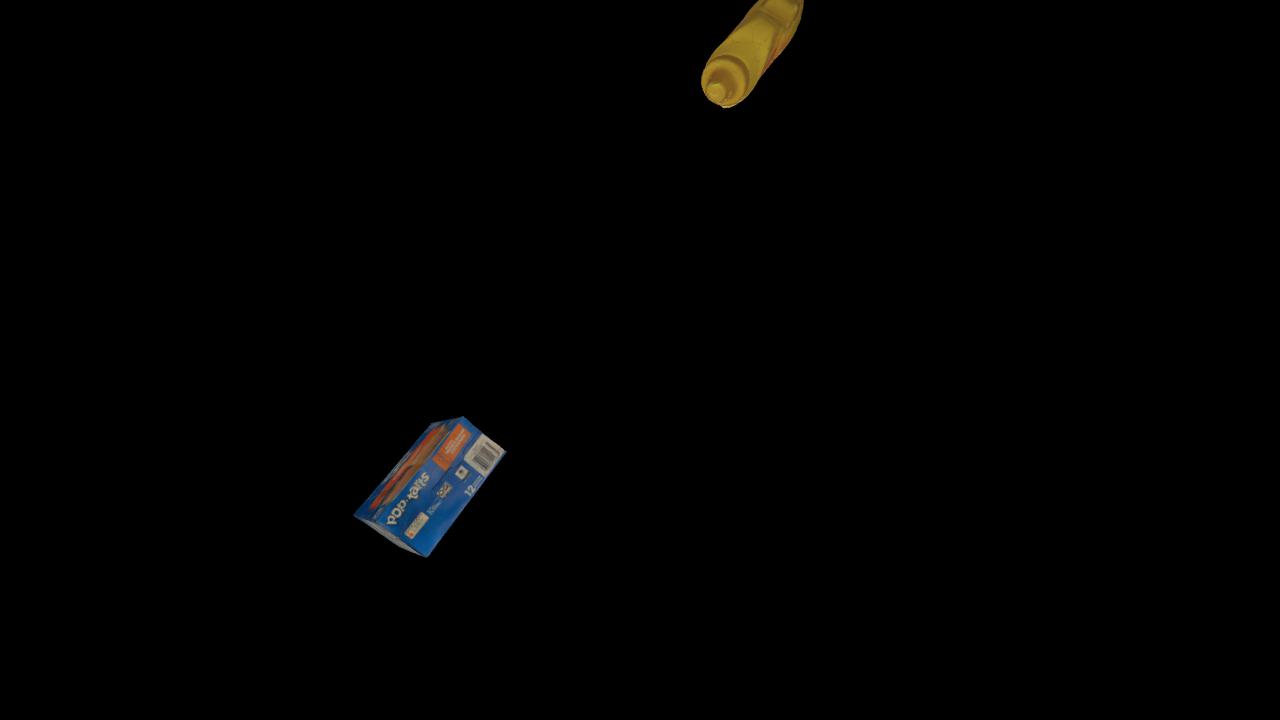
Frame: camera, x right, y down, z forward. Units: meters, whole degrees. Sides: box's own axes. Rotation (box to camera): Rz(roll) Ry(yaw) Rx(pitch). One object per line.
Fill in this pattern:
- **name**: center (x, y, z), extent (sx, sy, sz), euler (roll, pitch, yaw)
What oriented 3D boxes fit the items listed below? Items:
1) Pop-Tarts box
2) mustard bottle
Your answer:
- **Pop-Tarts box**: center (-0.285, 0.167, 0.834), extent (0.083, 0.167, 0.141), euler (46, -30, -19)
- **mustard bottle**: center (0.101, -0.294, 0.597), extent (0.054, 0.184, 0.092), euler (40, -41, -11)
